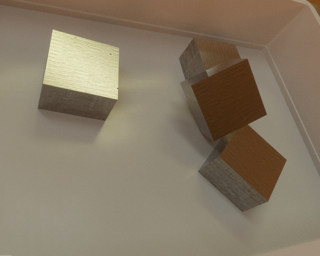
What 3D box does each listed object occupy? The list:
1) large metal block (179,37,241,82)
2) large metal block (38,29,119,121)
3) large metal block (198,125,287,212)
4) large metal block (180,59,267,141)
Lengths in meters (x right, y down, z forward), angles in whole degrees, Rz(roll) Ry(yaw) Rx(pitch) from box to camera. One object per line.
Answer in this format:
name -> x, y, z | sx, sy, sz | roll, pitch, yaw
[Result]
large metal block -> 0.085, -0.091, 0.491 | 0.081, 0.050, 0.080 | 0, 62, -28
large metal block -> -0.097, -0.062, 0.375 | 0.081, 0.050, 0.080 | 11, 57, -23
large metal block -> 0.112, 0.051, 0.419 | 0.080, 0.050, 0.080 | 43, 51, 1
large metal block -> 0.085, -0.040, 0.419 | 0.080, 0.050, 0.080 | -26, 106, -6
